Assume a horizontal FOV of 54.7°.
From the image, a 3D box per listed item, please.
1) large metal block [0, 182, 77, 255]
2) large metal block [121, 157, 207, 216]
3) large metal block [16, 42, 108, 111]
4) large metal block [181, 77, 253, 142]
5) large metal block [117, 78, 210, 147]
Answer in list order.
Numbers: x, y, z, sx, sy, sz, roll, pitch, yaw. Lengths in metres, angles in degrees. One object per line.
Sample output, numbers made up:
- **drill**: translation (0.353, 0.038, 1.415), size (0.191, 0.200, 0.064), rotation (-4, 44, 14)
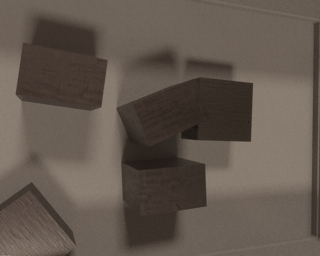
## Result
- **large metal block**: translation (-0.153, 0.120, 0.341), size (0.080, 0.050, 0.080), rotation (-37, 102, -16)
- **large metal block**: translation (0.002, 0.068, 0.383), size (0.081, 0.080, 0.050), rotation (-3, 91, -20)
- **large metal block**: translation (-0.108, -0.051, 0.342), size (0.081, 0.080, 0.050), rotation (8, 88, -20)
- **large metal block**: translation (0.078, -0.023, 0.427), size (0.081, 0.050, 0.079), rotation (3, 89, -21)
- **large metal block**: translation (0.001, -0.019, 0.383), size (0.081, 0.080, 0.050), rotation (-24, 99, -19)
